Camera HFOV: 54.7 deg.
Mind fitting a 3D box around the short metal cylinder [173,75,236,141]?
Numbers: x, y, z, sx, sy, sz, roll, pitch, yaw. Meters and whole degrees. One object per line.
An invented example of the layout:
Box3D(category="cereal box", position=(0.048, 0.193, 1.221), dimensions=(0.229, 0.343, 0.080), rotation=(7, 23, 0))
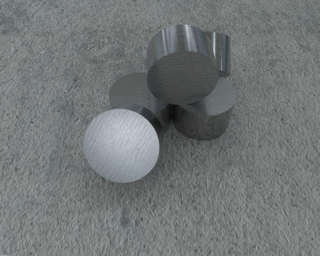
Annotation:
Box3D(category="short metal cylinder", position=(0.057, -0.030, 0.413), dimensions=(0.081, 0.050, 0.080), rotation=(0, 50, 0))

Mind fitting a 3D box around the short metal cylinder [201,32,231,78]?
Box3D(category="short metal cylinder", position=(0.060, -0.100, 0.445), dimensions=(0.081, 0.080, 0.050), rotation=(0, 88, 0))

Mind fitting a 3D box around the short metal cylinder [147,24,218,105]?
Box3D(category="short metal cylinder", position=(0.025, -0.073, 0.366), dimensions=(0.081, 0.080, 0.050), rotation=(-1, 50, -1))

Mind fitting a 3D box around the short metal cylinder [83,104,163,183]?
Box3D(category="short metal cylinder", position=(-0.038, 0.015, 0.347), dimensions=(0.080, 0.079, 0.050), rotation=(6, 11, 4))

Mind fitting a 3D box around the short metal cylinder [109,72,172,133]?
Box3D(category="short metal cylinder", position=(-0.024, -0.029, 0.412), dimensions=(0.081, 0.050, 0.080), rotation=(0, 50, 0))
